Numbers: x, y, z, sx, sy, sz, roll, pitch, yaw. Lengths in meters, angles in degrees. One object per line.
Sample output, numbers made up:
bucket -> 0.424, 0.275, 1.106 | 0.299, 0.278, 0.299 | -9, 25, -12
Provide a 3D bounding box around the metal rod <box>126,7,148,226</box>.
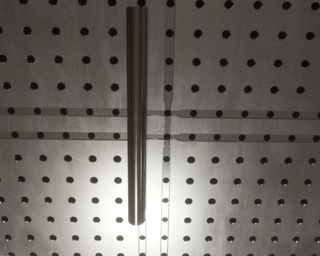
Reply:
metal rod -> -0.031, -0.001, 0.412 | 0.025, 0.025, 0.298 | 1, 110, -1
